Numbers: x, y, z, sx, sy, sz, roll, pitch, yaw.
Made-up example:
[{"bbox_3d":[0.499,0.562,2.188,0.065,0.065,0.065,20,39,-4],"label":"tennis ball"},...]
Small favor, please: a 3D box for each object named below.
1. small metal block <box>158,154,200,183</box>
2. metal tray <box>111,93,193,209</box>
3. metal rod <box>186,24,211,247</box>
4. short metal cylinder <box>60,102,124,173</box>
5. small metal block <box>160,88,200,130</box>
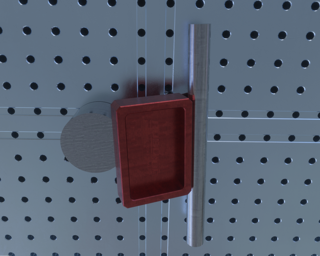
[{"bbox_3d":[0.021,0.059,0.434,0.050,0.025,0.050,37,106,-13],"label":"small metal block"},{"bbox_3d":[-0.008,0.027,0.378,0.091,0.030,0.129,-9,112,-18],"label":"metal tray"},{"bbox_3d":[0.047,0.024,0.396,0.025,0.025,0.298,-1,110,0],"label":"metal rod"},{"bbox_3d":[-0.081,0.011,0.402,0.081,0.050,0.079,0,110,-1],"label":"short metal cylinder"},{"bbox_3d":[0.031,-0.024,0.405,0.050,0.025,0.050,-14,110,4],"label":"small metal block"}]
